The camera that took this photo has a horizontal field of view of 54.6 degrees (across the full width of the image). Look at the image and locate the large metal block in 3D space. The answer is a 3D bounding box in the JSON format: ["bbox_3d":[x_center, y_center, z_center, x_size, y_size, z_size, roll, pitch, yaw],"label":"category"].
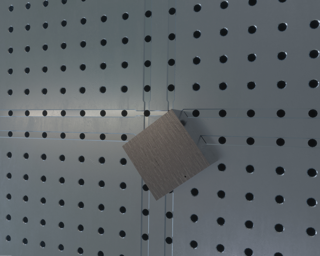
[{"bbox_3d":[0.013,0.033,0.395,0.080,0.050,0.080,-37,78,16],"label":"large metal block"}]
